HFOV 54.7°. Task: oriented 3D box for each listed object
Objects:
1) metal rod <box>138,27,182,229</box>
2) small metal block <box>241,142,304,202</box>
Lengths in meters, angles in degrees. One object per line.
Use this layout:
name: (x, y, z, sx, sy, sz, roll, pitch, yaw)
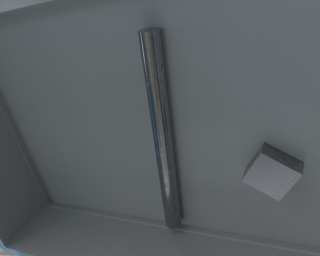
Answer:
metal rod: (0.005, 0.020, 0.417, 0.025, 0.025, 0.298, 7, 122, 24)
small metal block: (0.134, 0.052, 0.370, 0.050, 0.025, 0.050, 28, 128, 9)
